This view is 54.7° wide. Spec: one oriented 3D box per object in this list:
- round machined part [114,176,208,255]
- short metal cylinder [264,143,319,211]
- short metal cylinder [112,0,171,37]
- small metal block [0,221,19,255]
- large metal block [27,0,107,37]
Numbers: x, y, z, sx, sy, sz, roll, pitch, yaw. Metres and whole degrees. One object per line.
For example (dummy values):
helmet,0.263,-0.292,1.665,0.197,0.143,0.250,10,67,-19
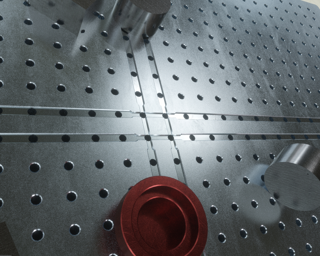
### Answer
round machined part,-0.002,0.105,0.332,0.099,0.042,0.098,14,56,-21
short metal cylinder,0.196,0.069,0.437,0.080,0.080,0.050,49,51,6
short metal cylinder,-0.030,-0.193,0.494,0.081,0.050,0.080,14,56,-21
small metal block,-0.147,0.115,0.259,0.050,0.025,0.050,-21,73,-36
large metal block,-0.126,-0.191,0.441,0.080,0.050,0.080,32,52,-7
